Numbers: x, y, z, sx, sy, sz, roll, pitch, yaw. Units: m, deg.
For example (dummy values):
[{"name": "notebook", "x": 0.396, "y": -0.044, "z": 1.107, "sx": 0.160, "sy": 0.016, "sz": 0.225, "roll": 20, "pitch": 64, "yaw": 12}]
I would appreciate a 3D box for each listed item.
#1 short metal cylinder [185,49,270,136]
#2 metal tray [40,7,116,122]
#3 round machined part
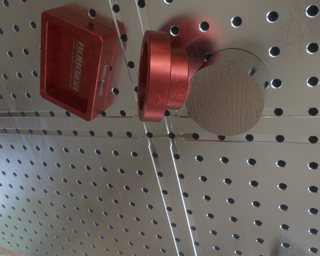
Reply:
[{"name": "short metal cylinder", "x": 0.073, "y": -0.038, "z": 0.332, "sx": 0.080, "sy": 0.050, "sz": 0.079, "roll": 13, "pitch": 124, "yaw": 19}, {"name": "metal tray", "x": -0.115, "y": -0.082, "z": 0.417, "sx": 0.090, "sy": 0.030, "sz": 0.129, "roll": 27, "pitch": 128, "yaw": 11}, {"name": "round machined part", "x": 0.002, "y": -0.055, "z": 0.339, "sx": 0.042, "sy": 0.098, "sz": 0.097, "roll": 3, "pitch": 126, "yaw": -10}]
